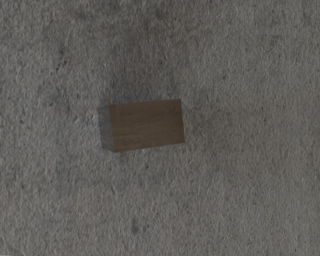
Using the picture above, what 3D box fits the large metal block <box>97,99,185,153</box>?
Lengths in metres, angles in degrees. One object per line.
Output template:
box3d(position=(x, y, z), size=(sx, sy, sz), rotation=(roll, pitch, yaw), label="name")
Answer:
box3d(position=(-0.026, -0.004, 0.370), size=(0.081, 0.080, 0.050), rotation=(-7, 93, -20), label="large metal block")
